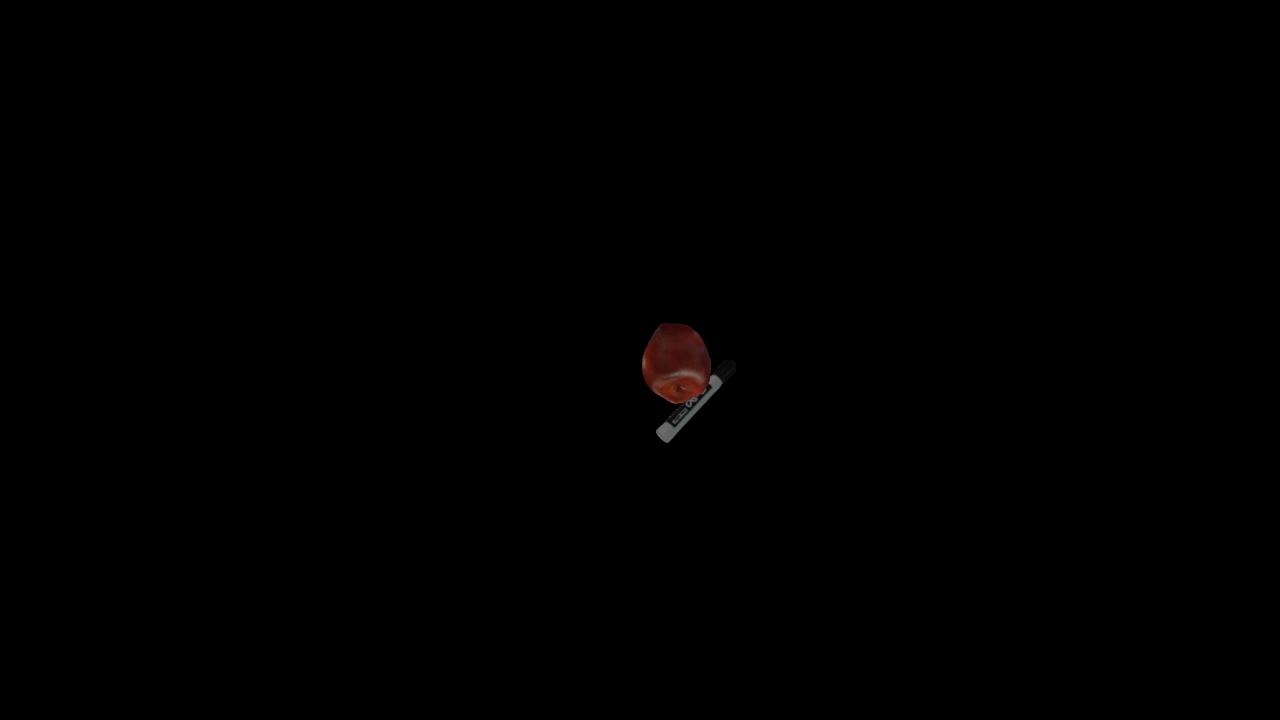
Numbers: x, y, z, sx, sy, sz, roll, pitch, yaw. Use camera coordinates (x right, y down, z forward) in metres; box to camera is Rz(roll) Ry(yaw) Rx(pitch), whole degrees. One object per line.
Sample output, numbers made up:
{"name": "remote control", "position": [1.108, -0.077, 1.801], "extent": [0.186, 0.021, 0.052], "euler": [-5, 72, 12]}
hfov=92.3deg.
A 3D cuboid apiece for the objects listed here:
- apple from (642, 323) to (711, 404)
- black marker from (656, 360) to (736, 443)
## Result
{"name": "apple", "position": [0.041, 0.002, 0.686], "extent": [0.079, 0.093, 0.079], "euler": [-2, -44, -2]}
{"name": "black marker", "position": [0.065, 0.043, 0.681], "extent": [0.121, 0.020, 0.020], "euler": [-44, 16, -17]}
